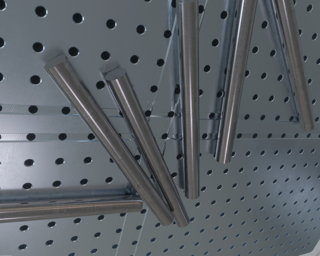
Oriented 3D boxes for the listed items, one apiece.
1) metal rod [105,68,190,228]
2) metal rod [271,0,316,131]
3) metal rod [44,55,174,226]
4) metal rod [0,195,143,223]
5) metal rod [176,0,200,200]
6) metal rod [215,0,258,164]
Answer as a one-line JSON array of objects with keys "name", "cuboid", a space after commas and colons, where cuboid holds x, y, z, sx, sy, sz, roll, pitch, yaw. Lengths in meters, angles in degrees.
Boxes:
[{"name": "metal rod", "cuboid": [-0.005, 0.049, 0.437, 0.025, 0.025, 0.299, -29, 128, -10]}, {"name": "metal rod", "cuboid": [0.198, -0.100, 0.456, 0.025, 0.025, 0.300, -37, 129, -3]}, {"name": "metal rod", "cuboid": [-0.048, 0.039, 0.401, 0.025, 0.025, 0.299, -34, 127, -6]}, {"name": "metal rod", "cuboid": [-0.161, 0.103, 0.386, 0.302, 0.025, 0.025, 4, 116, -30]}, {"name": "metal rod", "cuboid": [0.041, -0.016, 0.422, 0.025, 0.025, 0.298, -18, 126, -18]}, {"name": "metal rod", "cuboid": [0.103, -0.078, 0.417, 0.025, 0.025, 0.298, -13, 124, -21]}]
